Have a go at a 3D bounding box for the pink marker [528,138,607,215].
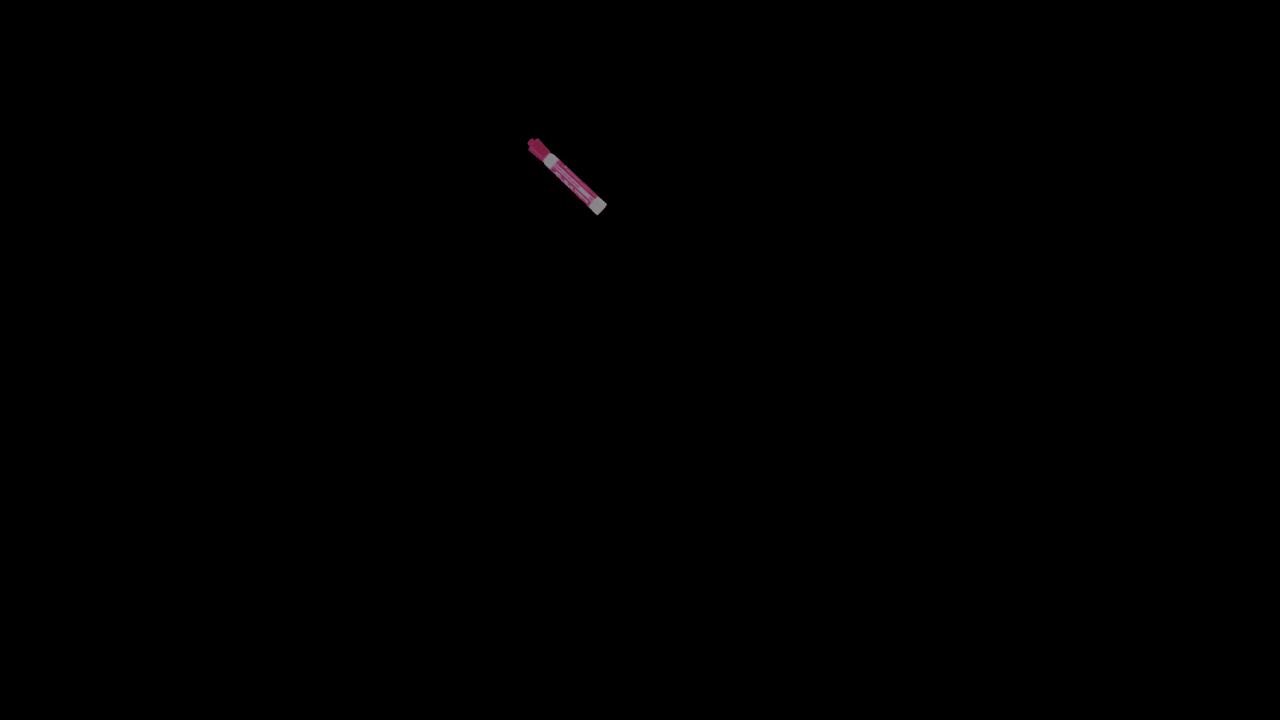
[{"bbox_3d":[-0.091,-0.228,0.762,0.121,0.020,0.020,42,-7,-7],"label":"pink marker"}]
